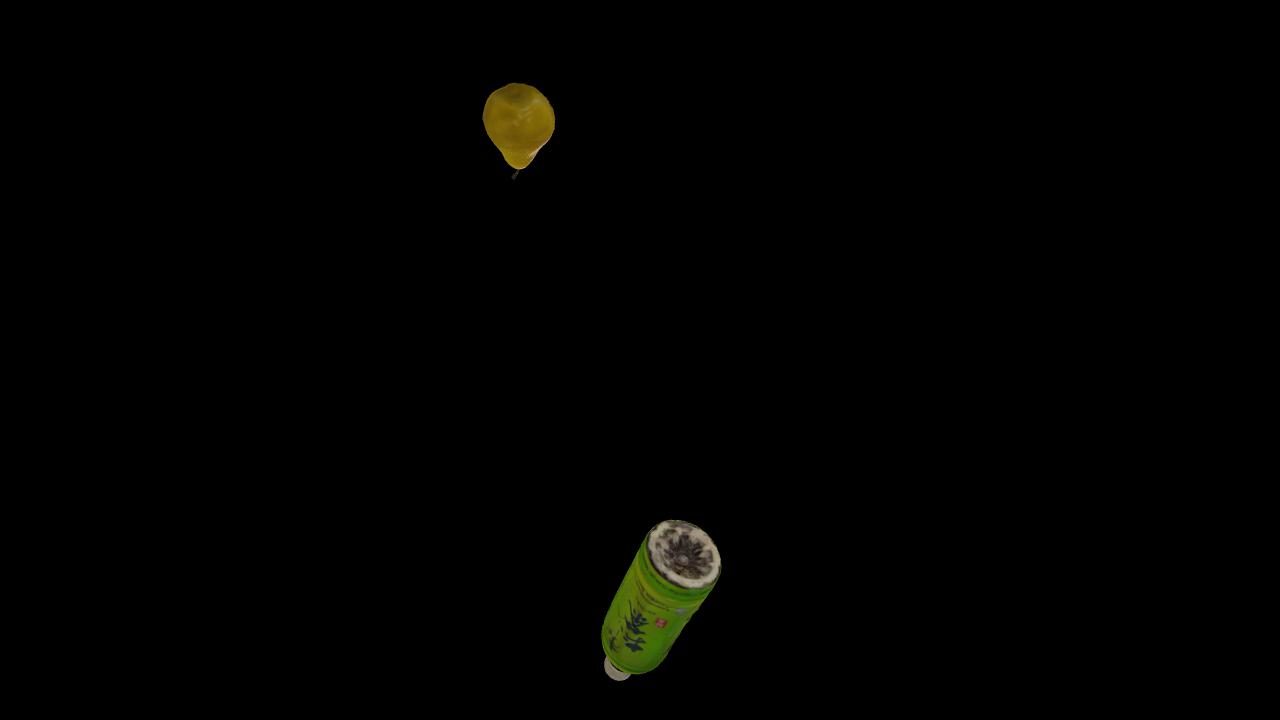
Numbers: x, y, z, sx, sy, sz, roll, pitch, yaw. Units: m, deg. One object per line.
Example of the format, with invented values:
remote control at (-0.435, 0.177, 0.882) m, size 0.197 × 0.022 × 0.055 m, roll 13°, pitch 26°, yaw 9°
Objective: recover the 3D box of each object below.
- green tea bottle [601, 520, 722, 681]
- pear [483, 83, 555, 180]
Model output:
green tea bottle at (0.008, 0.236, 0.572) m, size 0.073 × 0.212 × 0.073 m, roll 12°, pitch 39°, yaw -10°
pear at (-0.135, -0.257, 0.710) m, size 0.080 × 0.080 × 0.111 m, roll 0°, pitch -32°, yaw -1°
